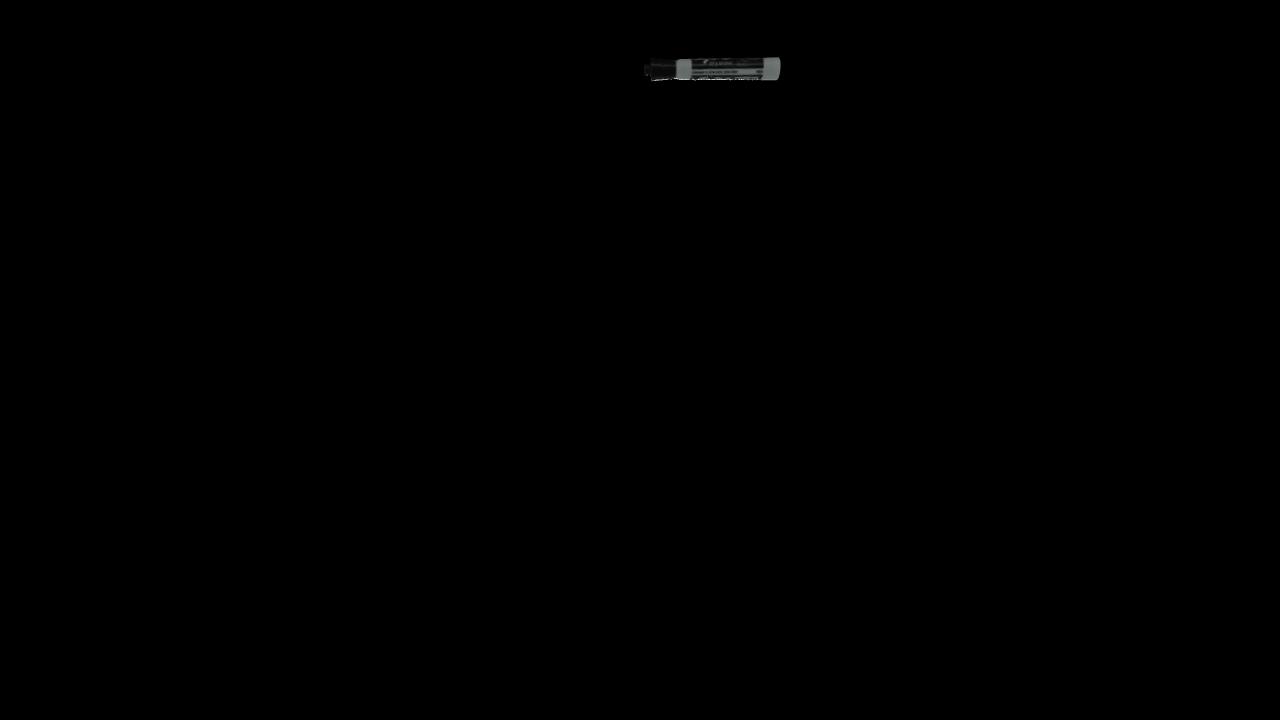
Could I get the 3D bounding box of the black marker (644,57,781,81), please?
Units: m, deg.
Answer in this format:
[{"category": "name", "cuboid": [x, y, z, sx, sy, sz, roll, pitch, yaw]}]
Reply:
[{"category": "black marker", "cuboid": [0.064, -0.261, 0.552, 0.121, 0.020, 0.020, -1, 0, -1]}]
